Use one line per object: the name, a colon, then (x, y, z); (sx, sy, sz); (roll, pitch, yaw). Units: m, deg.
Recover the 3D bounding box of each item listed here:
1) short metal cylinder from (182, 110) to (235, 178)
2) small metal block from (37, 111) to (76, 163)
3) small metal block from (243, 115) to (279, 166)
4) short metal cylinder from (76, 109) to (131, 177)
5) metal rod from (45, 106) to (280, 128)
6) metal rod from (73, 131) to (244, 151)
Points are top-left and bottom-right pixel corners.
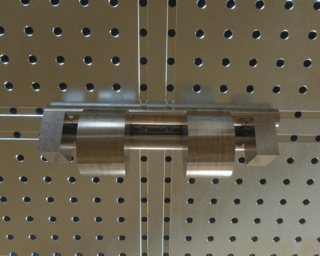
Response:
short metal cylinder: (0.055, 0.019, 0.368); (0.050, 0.080, 0.079); (1, 110, 0)
small metal block: (-0.125, 0.013, 0.380); (0.025, 0.050, 0.050); (1, 68, 0)
small metal block: (0.123, 0.016, 0.383); (0.025, 0.050, 0.050); (1, 69, 0)
short metal cylinder: (-0.063, 0.017, 0.366); (0.050, 0.080, 0.079); (1, 110, 0)
metal rod: (0.003, -0.015, 0.408); (0.302, 0.025, 0.025); (1, 110, -1)
metal rod: (0.000, 0.018, 0.420); (0.302, 0.025, 0.025); (1, 110, -1)
